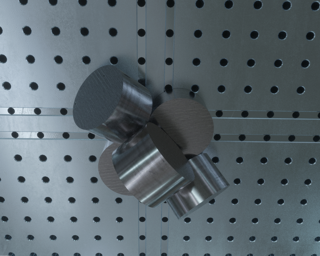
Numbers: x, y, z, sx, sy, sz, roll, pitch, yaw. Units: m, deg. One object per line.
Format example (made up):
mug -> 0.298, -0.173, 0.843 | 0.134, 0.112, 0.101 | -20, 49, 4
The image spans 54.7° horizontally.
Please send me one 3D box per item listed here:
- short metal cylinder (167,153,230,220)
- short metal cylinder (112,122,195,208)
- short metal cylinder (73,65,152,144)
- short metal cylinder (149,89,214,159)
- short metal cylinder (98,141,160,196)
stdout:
short metal cylinder -> 0.043, 0.077, 0.405 | 0.080, 0.080, 0.050 | -39, 71, 13
short metal cylinder -> -0.007, 0.040, 0.344 | 0.050, 0.080, 0.080 | -39, 106, 13
short metal cylinder -> -0.056, -0.027, 0.366 | 0.080, 0.080, 0.050 | -44, 139, 14
short metal cylinder -> 0.025, -0.006, 0.397 | 0.081, 0.050, 0.079 | 0, 110, -1
short metal cylinder -> -0.038, 0.043, 0.414 | 0.081, 0.050, 0.079 | 0, 110, -1
